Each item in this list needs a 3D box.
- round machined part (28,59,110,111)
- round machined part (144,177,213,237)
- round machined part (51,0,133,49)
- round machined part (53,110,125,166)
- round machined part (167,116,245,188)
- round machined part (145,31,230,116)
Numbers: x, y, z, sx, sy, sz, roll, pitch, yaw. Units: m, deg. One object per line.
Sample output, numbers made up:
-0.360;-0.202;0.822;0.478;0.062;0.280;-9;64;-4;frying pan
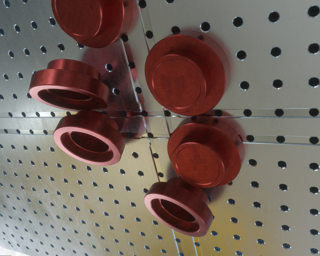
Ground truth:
-0.115;-0.056;0.405;0.098;0.042;0.098;5;165;2;round machined part
0.030;0.107;0.440;0.098;0.042;0.098;23;144;18;round machined part
-0.085;-0.140;0.359;0.098;0.042;0.097;13;124;21;round machined part
-0.097;0.011;0.444;0.098;0.042;0.098;11;145;8;round machined part
0.054;0.037;0.395;0.098;0.042;0.097;13;124;21;round machined part
0.026;-0.056;0.352;0.098;0.042;0.097;13;124;21;round machined part
